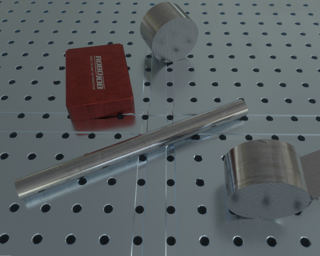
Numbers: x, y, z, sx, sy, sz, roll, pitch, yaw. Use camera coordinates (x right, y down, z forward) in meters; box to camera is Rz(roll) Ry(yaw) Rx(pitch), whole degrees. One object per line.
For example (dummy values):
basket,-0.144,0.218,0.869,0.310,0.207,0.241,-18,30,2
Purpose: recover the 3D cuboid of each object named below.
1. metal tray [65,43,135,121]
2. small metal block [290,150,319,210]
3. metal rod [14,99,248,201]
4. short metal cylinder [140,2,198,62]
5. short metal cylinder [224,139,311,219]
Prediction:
metal tray,-0.092,-0.073,0.465,0.091,0.030,0.130,-9,51,-7
small metal block,0.177,0.059,0.359,0.050,0.025,0.050,-17,52,-14
metal rod,-0.022,0.021,0.389,0.302,0.025,0.025,-20,53,-16
short metal cylinder,0.015,-0.154,0.501,0.081,0.080,0.050,-19,53,-15
short metal cylinder,0.109,0.056,0.326,0.080,0.080,0.050,3,50,3
